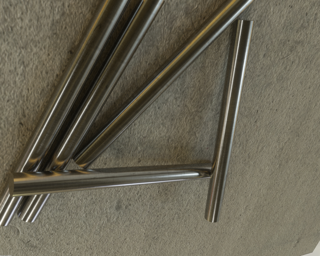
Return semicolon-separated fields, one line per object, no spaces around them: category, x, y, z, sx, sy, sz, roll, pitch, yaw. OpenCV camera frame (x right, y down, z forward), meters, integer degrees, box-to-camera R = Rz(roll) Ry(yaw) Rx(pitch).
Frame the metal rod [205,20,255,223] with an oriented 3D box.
metal rod;0.093;0.005;0.437;0.025;0.025;0.298;-7;114;-25

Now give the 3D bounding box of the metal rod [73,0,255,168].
metal rod;0.008;-0.064;0.371;0.300;0.025;0.025;-45;129;3

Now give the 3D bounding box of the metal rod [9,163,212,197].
metal rod;-0.031;0.063;0.408;0.302;0.025;0.025;2;118;-36

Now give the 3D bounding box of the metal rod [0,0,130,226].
metal rod;-0.113;-0.015;0.335;0.025;0.025;0.299;22;106;-36

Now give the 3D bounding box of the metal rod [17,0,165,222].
metal rod;-0.085;-0.014;0.351;0.025;0.025;0.299;23;106;-37
